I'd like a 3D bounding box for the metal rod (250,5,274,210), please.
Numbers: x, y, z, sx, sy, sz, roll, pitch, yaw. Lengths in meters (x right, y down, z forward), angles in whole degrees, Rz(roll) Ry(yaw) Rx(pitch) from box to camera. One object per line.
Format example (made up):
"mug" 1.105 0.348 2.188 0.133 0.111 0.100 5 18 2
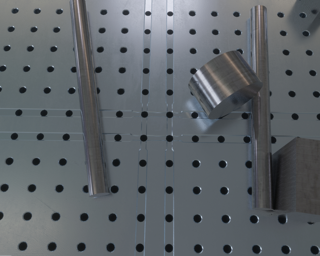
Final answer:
"metal rod" 0.138 -0.041 0.427 0.025 0.025 0.299 5 70 2

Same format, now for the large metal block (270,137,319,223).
"large metal block" 0.167 0.064 0.361 0.050 0.080 0.080 8 70 3

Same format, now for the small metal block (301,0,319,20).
"small metal block" 0.246 -0.205 0.475 0.025 0.050 0.050 -19 71 -7

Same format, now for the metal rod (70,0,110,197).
"metal rod" -0.101 -0.056 0.431 0.025 0.025 0.299 -10 70 -4

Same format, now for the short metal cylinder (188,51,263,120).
"short metal cylinder" 0.085 -0.054 0.403 0.080 0.080 0.050 -27 73 -10
